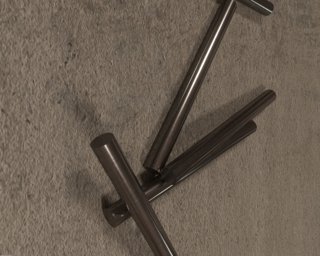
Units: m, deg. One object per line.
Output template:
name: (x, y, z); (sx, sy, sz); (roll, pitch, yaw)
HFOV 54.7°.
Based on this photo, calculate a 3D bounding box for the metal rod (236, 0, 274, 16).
metal rod: (0.085, -0.231, 0.477); (0.302, 0.025, 0.025); (5, 87, -40)

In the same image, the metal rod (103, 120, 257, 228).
metal rod: (0.050, 0.050, 0.448); (0.302, 0.025, 0.025); (-26, 107, -37)

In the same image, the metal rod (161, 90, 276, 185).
metal rod: (0.108, 0.000, 0.483); (0.302, 0.025, 0.025); (-32, 110, -40)

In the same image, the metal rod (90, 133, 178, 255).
metal rod: (-0.005, 0.132, 0.376); (0.025, 0.025, 0.299); (-43, 124, -32)

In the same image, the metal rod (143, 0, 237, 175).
metal rod: (0.051, -0.072, 0.449); (0.025, 0.025, 0.300); (40, 66, -33)
